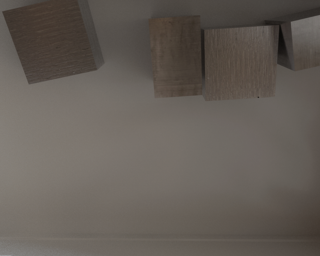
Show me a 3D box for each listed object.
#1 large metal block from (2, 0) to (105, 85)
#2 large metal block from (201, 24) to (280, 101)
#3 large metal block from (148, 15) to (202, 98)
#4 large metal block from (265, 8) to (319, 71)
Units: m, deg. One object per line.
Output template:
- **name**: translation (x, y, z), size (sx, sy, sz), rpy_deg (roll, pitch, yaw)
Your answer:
- **large metal block**: translation (-0.118, -0.102, 0.359), size (0.080, 0.050, 0.080), rpy_deg (-11, 110, 4)
- **large metal block**: translation (0.090, -0.079, 0.369), size (0.080, 0.050, 0.079), rpy_deg (-4, 110, 1)
- **large metal block**: translation (0.017, -0.084, 0.351), size (0.050, 0.080, 0.079), rpy_deg (-4, 110, 1)
- **large metal block**: translation (0.173, -0.103, 0.345), size (0.080, 0.080, 0.050), rpy_deg (-12, 110, 4)
